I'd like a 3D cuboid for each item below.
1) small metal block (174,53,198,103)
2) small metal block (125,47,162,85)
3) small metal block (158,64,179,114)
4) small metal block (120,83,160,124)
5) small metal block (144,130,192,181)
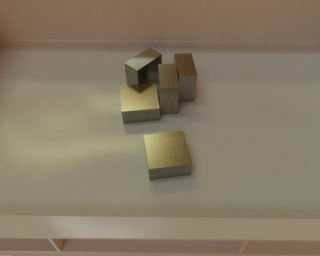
[{"bbox_3d":[0.035,-0.073,0.450,0.025,0.050,0.050,-4,50,-4],"label":"small metal block"},{"bbox_3d":[-0.023,-0.082,0.458,0.025,0.050,0.050,35,58,26],"label":"small metal block"},{"bbox_3d":[0.011,-0.055,0.435,0.025,0.050,0.050,-2,50,-2],"label":"small metal block"},{"bbox_3d":[-0.028,-0.035,0.434,0.050,0.025,0.050,-5,50,-5],"label":"small metal block"},{"bbox_3d":[0.008,0.033,0.377,0.050,0.025,0.050,-7,50,-6],"label":"small metal block"}]
